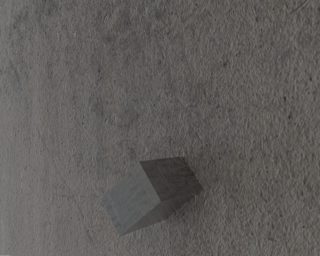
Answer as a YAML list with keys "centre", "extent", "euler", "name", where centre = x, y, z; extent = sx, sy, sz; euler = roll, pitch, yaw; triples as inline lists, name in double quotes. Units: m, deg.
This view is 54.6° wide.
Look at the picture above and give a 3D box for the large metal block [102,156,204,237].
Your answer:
- centre: [-0.009, 0.081, 0.377]
  extent: [0.080, 0.081, 0.050]
  euler: [-46, 62, 30]
  name: "large metal block"
